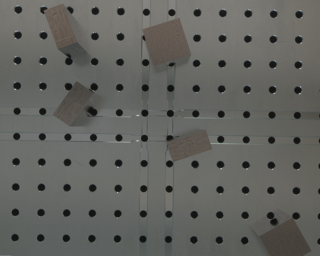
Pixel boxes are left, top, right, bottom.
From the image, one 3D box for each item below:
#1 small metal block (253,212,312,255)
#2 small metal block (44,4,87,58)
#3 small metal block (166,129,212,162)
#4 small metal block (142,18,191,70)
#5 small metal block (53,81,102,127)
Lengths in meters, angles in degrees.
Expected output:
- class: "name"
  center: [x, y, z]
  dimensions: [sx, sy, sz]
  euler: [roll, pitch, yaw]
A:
- class: "small metal block"
  center: [0.163, 0.150, 0.414]
  dimensions: [0.050, 0.025, 0.050]
  euler: [-29, 90, 0]
- class: "small metal block"
  center: [-0.121, -0.123, 0.400]
  dimensions: [0.025, 0.050, 0.050]
  euler: [-20, 90, 0]
- class: "small metal block"
  center: [0.036, 0.022, 0.401]
  dimensions: [0.050, 0.050, 0.025]
  euler: [-18, 90, 0]
- class: "small metal block"
  center: [0.009, -0.112, 0.413]
  dimensions: [0.050, 0.025, 0.050]
  euler: [-18, 90, 0]
- class: "small metal block"
  center: [-0.105, -0.029, 0.400]
  dimensions: [0.025, 0.050, 0.050]
  euler: [35, 90, 0]
